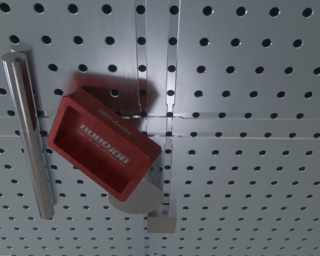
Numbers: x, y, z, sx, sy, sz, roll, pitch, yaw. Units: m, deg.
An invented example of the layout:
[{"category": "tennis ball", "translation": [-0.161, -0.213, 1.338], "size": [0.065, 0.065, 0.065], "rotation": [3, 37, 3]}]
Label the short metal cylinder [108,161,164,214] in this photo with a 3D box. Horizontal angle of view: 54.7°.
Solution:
[{"category": "short metal cylinder", "translation": [-0.035, 0.086, 0.468], "size": [0.081, 0.050, 0.079], "rotation": [0, 131, 0]}]

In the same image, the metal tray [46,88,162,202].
[{"category": "metal tray", "translation": [-0.073, 0.023, 0.390], "size": [0.130, 0.030, 0.089], "rotation": [37, 125, 4]}]

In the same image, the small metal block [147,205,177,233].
[{"category": "small metal block", "translation": [0.003, 0.162, 0.549], "size": [0.050, 0.025, 0.050], "rotation": [2, 130, -2]}]

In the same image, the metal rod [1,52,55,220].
[{"category": "metal rod", "translation": [-0.178, 0.034, 0.438], "size": [0.025, 0.025, 0.298], "rotation": [5, 130, -4]}]
